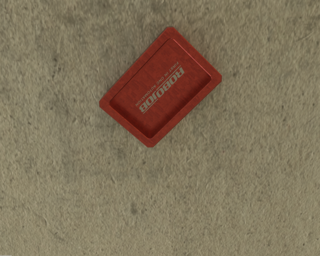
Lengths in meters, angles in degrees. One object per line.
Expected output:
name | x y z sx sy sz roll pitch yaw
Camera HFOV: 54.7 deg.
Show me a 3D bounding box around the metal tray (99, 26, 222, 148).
metal tray | 0.000 -0.049 0.388 0.090 0.030 0.130 42 104 -14
